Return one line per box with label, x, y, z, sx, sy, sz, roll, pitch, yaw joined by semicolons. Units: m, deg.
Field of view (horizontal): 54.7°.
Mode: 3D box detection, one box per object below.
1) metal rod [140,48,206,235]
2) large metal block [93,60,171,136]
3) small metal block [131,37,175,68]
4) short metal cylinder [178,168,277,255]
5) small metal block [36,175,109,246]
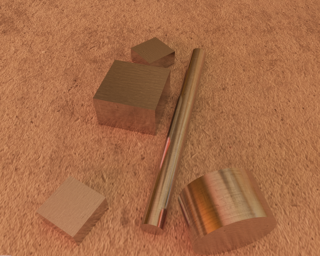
metal rod;0.027;-0.008;0.410;0.025;0.025;0.300;11;51;8
large metal block;-0.035;-0.043;0.422;0.080;0.050;0.080;12;51;9
small metal block;-0.012;-0.117;0.501;0.050;0.025;0.050;-31;57;-24
short metal cylinder;0.063;0.082;0.300;0.081;0.080;0.050;-10;51;-9
small metal block;-0.092;0.087;0.329;0.050;0.025;0.050;26;54;20
